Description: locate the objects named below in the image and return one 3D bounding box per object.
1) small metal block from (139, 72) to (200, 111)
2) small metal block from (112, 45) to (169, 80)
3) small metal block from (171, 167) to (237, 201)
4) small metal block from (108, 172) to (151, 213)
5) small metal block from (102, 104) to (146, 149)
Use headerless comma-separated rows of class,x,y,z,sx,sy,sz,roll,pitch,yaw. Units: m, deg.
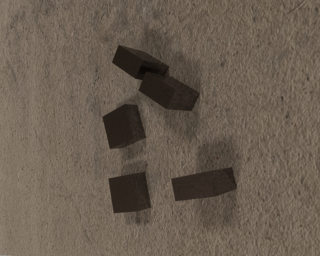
small metal block,0.012,-0.044,0.377,0.050,0.050,0.025,36,112,34
small metal block,-0.025,-0.084,0.408,0.050,0.050,0.025,38,113,33
small metal block,0.050,0.063,0.346,0.050,0.050,0.025,-18,79,38
small metal block,-0.043,0.092,0.439,0.050,0.025,0.050,-17,80,38
small metal block,-0.052,-0.001,0.446,0.050,0.025,0.050,-25,75,37
